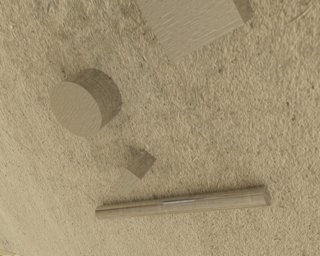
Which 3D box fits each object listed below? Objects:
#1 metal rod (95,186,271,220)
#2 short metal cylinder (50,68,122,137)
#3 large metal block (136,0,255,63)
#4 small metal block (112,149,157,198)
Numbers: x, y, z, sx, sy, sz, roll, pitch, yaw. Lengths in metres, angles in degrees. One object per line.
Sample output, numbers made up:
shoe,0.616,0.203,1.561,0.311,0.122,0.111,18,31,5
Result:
metal rod,0.014,0.118,0.471,0.300,0.025,0.025,-15,111,34
short metal cylinder,-0.099,-0.034,0.420,0.080,0.050,0.079,13,124,20
large metal block,0.032,-0.122,0.298,0.080,0.050,0.080,-21,107,35
small metal block,-0.037,0.065,0.449,0.025,0.050,0.050,39,129,1
